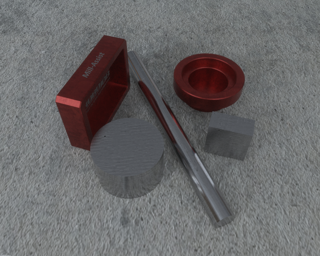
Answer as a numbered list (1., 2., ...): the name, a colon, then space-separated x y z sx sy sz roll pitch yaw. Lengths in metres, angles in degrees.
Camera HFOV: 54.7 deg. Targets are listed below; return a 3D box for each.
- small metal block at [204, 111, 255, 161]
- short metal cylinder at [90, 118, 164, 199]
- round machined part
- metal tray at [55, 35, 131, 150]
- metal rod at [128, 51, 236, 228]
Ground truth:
1. small metal block: 0.083 0.010 0.377 0.050 0.050 0.025 13 51 10
2. short metal cylinder: -0.036 0.035 0.359 0.081 0.050 0.080 0 50 0
3. round machined part: 0.068 -0.061 0.446 0.099 0.042 0.098 0 50 0
4. metal tray: -0.079 -0.047 0.401 0.030 0.089 0.130 14 51 11
5. metal rod: 0.011 -0.008 0.412 0.025 0.025 0.300 -17 52 -14
